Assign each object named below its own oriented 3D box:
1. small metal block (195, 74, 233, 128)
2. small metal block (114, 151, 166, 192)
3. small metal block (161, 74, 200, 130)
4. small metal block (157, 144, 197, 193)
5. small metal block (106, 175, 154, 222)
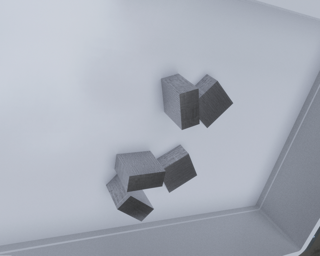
[{"bbox_3d":[0.065,-0.036,0.424,0.050,0.025,0.050,-44,130,2],"label":"small metal block"},{"bbox_3d":[-0.028,0.056,0.414,0.050,0.050,0.025,-4,120,-27],"label":"small metal block"},{"bbox_3d":[0.025,-0.034,0.387,0.025,0.050,0.050,-19,126,-17],"label":"small metal block"},{"bbox_3d":[0.022,0.061,0.460,0.050,0.025,0.050,-31,129,-9],"label":"small metal block"},{"bbox_3d":[-0.042,0.096,0.430,0.025,0.050,0.050,-46,130,4],"label":"small metal block"}]
